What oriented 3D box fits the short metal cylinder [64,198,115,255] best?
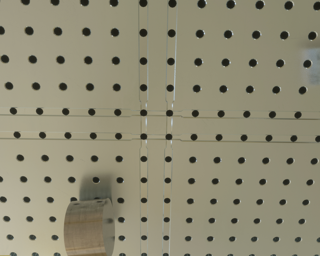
[{"bbox_3d":[-0.096,0.141,0.435,0.050,0.080,0.079,-5,110,2],"label":"short metal cylinder"}]
